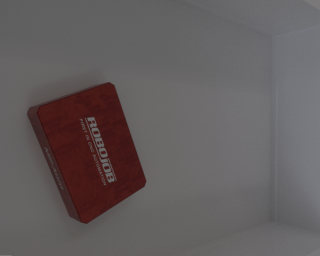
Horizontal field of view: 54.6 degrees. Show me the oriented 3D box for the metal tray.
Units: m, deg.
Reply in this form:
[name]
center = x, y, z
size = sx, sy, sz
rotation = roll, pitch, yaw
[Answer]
[metal tray]
center = -0.074, 0.025, 0.340
size = 0.091, 0.030, 0.129
rotation = -28, 107, -36
